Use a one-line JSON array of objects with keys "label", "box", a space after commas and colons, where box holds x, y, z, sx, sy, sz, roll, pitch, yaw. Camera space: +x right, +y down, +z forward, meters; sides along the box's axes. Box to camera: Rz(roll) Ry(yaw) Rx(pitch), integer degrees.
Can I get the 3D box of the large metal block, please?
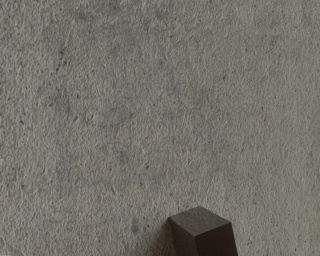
[{"label": "large metal block", "box": [0.056, 0.156, 0.401, 0.050, 0.080, 0.080, -14, 95, -19]}]
